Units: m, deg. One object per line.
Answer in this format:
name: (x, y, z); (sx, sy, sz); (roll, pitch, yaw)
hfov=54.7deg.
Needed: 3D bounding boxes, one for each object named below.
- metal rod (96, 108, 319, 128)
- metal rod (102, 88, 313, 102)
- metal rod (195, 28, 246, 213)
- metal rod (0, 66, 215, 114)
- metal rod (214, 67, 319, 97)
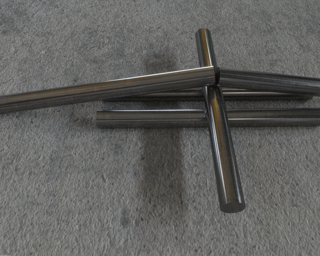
metal rod: (0.068, -0.013, 0.416); (0.302, 0.025, 0.025); (-1, 50, -1)
metal rod: (0.068, -0.052, 0.448); (0.302, 0.025, 0.025); (-1, 50, -1)
metal rod: (0.071, -0.036, 0.403); (0.025, 0.025, 0.300); (0, 50, -1)
metal rod: (-0.080, -0.049, 0.412); (0.302, 0.025, 0.025); (-7, 50, 6)
metal rod: (0.221, -0.055, 0.421); (0.302, 0.025, 0.025); (4, 50, -10)
